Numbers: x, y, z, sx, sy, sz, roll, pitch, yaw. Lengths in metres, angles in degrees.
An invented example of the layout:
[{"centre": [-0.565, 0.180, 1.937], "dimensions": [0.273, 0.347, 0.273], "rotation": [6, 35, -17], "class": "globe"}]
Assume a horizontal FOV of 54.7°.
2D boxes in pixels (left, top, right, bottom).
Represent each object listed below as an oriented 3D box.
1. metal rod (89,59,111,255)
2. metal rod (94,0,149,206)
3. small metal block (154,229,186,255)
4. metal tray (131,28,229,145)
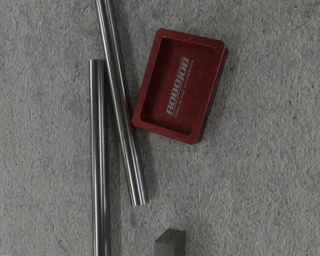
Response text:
[{"centre": [-0.085, 0.054, 0.437], "dimensions": [0.025, 0.025, 0.298], "rotation": [-2, 89, 19], "class": "metal rod"}, {"centre": [-0.054, -0.045, 0.426], "dimensions": [0.025, 0.025, 0.298], "rotation": [-12, 86, 19], "class": "metal rod"}, {"centre": [0.013, 0.161, 0.390], "dimensions": [0.025, 0.050, 0.050], "rotation": [2, 91, 20], "class": "small metal block"}, {"centre": [0.025, -0.053, 0.396], "dimensions": [0.090, 0.030, 0.129], "rotation": [18, 96, 18], "class": "metal tray"}]
